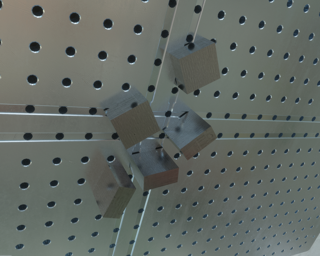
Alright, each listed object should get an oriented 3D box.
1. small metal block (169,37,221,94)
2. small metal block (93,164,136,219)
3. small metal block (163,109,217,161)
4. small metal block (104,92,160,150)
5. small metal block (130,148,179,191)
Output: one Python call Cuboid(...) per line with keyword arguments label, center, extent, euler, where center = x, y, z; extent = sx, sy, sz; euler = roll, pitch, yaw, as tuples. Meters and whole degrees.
Cuboid(label="small metal block", center=(0.045, -0.078, 0.389), extent=(0.050, 0.025, 0.050), euler=(-27, 128, -12))
Cuboid(label="small metal block", center=(-0.062, 0.084, 0.414), extent=(0.025, 0.050, 0.050), euler=(17, 109, -35))
Cuboid(label="small metal block", center=(0.041, 0.008, 0.425), extent=(0.050, 0.050, 0.025), euler=(-37, 130, -4))
Cuboid(label="small metal block", center=(-0.034, -0.009, 0.389), extent=(0.050, 0.025, 0.050), euler=(-30, 129, -10))
Cuboid(label="small metal block", center=(-0.009, 0.056, 0.426), extent=(0.050, 0.050, 0.025), euler=(-11, 123, -23))
